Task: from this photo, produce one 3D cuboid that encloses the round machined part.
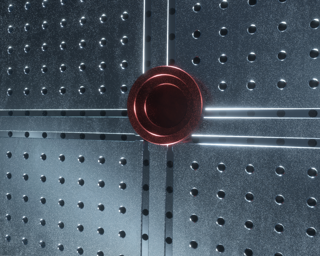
[{"bbox_3d":[0.011,-0.028,0.400,0.098,0.042,0.097,0,90,20],"label":"round machined part"}]
